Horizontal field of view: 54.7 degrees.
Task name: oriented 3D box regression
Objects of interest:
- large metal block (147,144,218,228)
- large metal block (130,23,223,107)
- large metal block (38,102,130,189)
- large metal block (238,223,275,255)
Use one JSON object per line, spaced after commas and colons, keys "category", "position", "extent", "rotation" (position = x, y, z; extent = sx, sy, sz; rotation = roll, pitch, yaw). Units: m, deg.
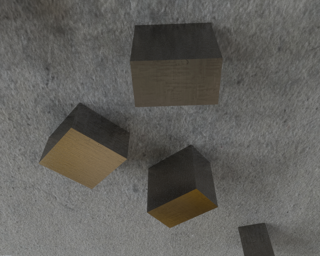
{"category": "large metal block", "position": [0.029, 0.083, 0.442], "extent": [0.080, 0.080, 0.050], "rotation": [-32, 124, 23]}
{"category": "large metal block", "position": [0.015, -0.066, 0.315], "extent": [0.081, 0.080, 0.050], "rotation": [-2, 130, 1]}
{"category": "large metal block", "position": [-0.098, 0.026, 0.412], "extent": [0.080, 0.050, 0.080], "rotation": [33, 122, -26]}
{"category": "large metal block", "position": [0.183, 0.237, 0.576], "extent": [0.050, 0.080, 0.080], "rotation": [-13, 129, 10]}
